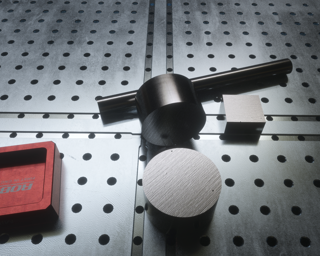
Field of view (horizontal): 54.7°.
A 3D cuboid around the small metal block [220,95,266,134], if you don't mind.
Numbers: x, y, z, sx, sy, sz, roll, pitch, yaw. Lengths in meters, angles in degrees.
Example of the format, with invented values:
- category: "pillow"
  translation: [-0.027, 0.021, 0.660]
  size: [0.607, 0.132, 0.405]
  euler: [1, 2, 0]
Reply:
- category: "small metal block"
  translation: [0.112, -0.019, 0.424]
  size: [0.050, 0.025, 0.050]
  euler: [1, 50, 0]

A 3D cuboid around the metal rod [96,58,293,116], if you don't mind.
- category: "metal rod"
  translation: [0.058, -0.064, 0.461]
  size: [0.302, 0.025, 0.025]
  euler: [-14, 52, -11]

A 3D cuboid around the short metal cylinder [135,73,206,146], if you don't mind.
- category: "short metal cylinder"
  translation: [0.012, -0.022, 0.390]
  size: [0.081, 0.080, 0.050]
  euler: [-9, 51, -8]

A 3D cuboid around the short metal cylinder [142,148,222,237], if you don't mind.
- category: "short metal cylinder"
  translation: [0.022, 0.069, 0.334]
  size: [0.081, 0.050, 0.080]
  euler: [0, 50, 0]

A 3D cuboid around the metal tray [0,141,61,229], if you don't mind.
- category: "metal tray"
  translation: [-0.182, 0.066, 0.347]
  size: [0.131, 0.030, 0.090]
  euler: [-7, 50, -6]
